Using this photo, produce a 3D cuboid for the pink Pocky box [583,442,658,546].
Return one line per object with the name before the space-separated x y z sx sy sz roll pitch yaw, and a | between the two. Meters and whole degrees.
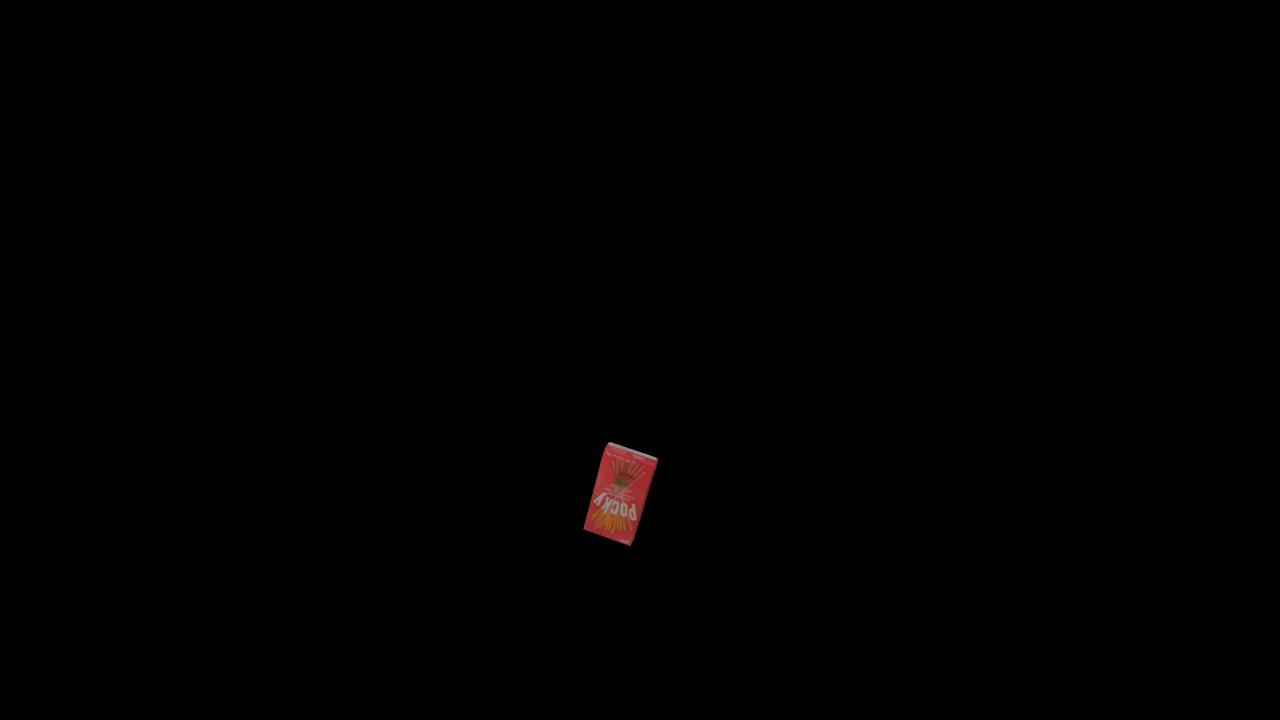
pink Pocky box | -0.032 0.214 0.975 0.084 0.155 0.029 18 19 7
